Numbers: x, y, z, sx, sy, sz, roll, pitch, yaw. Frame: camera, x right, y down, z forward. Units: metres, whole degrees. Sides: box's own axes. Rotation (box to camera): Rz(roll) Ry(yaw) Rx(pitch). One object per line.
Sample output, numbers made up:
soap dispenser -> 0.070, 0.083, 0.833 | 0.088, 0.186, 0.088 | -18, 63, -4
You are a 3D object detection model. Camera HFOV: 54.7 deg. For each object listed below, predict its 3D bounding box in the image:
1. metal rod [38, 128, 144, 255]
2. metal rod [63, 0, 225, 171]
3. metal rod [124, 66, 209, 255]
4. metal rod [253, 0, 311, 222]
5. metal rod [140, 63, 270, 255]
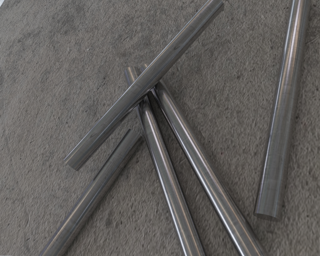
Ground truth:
metal rod -> -0.115, 0.129, 0.385 | 0.025, 0.025, 0.300 | 25, 75, 37
metal rod -> -0.017, -0.064, 0.418 | 0.300, 0.025, 0.025 | -49, 51, -7
metal rod -> -0.002, 0.026, 0.388 | 0.025, 0.025, 0.299 | -28, 52, 10
metal rod -> 0.145, -0.045, 0.355 | 0.025, 0.025, 0.300 | 4, 64, 30
metal rod -> 0.036, 0.017, 0.374 | 0.025, 0.025, 0.300 | -32, 51, 7
